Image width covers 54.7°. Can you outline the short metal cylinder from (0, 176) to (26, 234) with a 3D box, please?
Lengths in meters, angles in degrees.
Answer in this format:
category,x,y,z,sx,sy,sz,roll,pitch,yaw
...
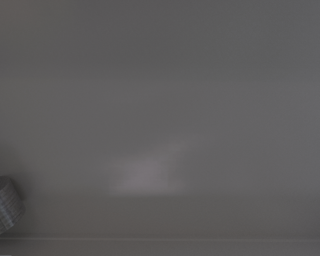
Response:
category,x,y,z,sx,sy,sz,roll,pitch,yaw
short metal cylinder,-0.233,0.109,0.420,0.080,0.080,0.050,-16,109,6
